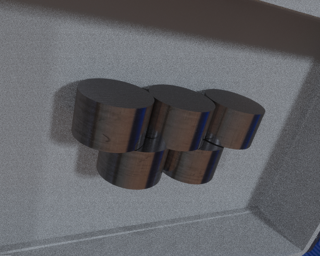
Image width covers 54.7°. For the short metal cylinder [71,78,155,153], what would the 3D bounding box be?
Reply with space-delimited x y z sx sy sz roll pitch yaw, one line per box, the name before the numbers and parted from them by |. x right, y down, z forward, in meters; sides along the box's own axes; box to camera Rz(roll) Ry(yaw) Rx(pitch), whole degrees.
short metal cylinder | -0.051 -0.016 0.333 0.081 0.080 0.050 1 118 -29

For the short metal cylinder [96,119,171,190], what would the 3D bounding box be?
short metal cylinder | -0.032 0.029 0.371 0.081 0.080 0.050 1 118 -29

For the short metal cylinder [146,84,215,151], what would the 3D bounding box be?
short metal cylinder | 0.020 -0.014 0.373 0.081 0.080 0.050 1 118 -29

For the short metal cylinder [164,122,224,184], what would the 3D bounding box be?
short metal cylinder | 0.040 0.030 0.411 0.081 0.080 0.050 1 118 -29

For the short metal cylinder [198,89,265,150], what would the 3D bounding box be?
short metal cylinder | 0.091 -0.013 0.412 0.081 0.080 0.050 2 118 -29
